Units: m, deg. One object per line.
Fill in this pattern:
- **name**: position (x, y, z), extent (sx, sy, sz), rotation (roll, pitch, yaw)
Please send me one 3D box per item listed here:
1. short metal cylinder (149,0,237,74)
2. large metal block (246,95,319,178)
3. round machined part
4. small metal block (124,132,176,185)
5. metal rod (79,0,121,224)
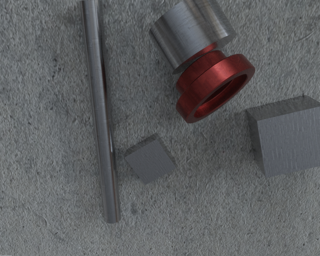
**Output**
- **short metal cylinder**: position (0.035, -0.101, 0.338), extent (0.080, 0.080, 0.050), rotation (-31, 90, 10)
- **large metal block**: position (0.164, 0.010, 0.403), extent (0.080, 0.050, 0.080), rotation (-13, 110, 4)
- **round machined part**: position (0.058, -0.052, 0.361), extent (0.098, 0.098, 0.042), rotation (-40, 75, 13)
- **small metal block**: position (-0.013, 0.042, 0.425), extent (0.050, 0.025, 0.050), rotation (-30, 108, 10)
- **metal rod**: position (-0.075, -0.006, 0.406), extent (0.025, 0.025, 0.298), rotation (-2, 110, 0)
